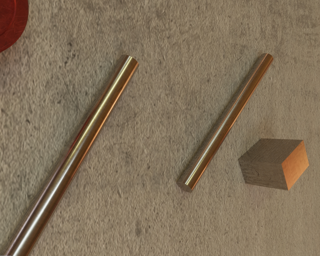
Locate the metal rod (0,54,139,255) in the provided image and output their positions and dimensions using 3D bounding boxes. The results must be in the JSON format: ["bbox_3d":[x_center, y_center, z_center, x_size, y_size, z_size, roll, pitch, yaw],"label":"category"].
[{"bbox_3d":[-0.099,0.045,0.322,0.025,0.025,0.300,41,65,-33],"label":"metal rod"}]

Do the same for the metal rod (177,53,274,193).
[{"bbox_3d":[0.116,-0.023,0.504,0.301,0.025,0.025,-52,121,-27],"label":"metal rod"}]

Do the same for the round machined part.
[{"bbox_3d":[-0.166,-0.104,0.255,0.099,0.042,0.097,0,90,-40],"label":"round machined part"}]

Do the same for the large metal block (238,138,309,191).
[{"bbox_3d":[0.197,0.060,0.538,0.081,0.080,0.050,-33,111,-35],"label":"large metal block"}]
